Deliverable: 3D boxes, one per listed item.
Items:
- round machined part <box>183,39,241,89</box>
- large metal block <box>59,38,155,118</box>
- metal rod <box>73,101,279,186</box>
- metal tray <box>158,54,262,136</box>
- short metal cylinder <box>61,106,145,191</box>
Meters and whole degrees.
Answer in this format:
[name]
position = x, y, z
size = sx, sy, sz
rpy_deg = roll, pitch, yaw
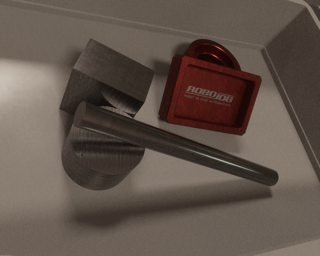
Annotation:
[round machined part]
position = 0.078, -0.091, 0.494
size = 0.099, 0.042, 0.098
rpy_deg = 14, 56, -21
[large metal block]
position = -0.063, -0.044, 0.364
size = 0.080, 0.080, 0.050
rpy_deg = 25, 53, -13
[metal rod]
position = 0.044, 0.030, 0.369
size = 0.302, 0.025, 0.025
rpy_deg = 20, 53, -34
[metal tray]
position = 0.071, -0.044, 0.434
size = 0.131, 0.030, 0.089
rpy_deg = 9, 102, -24
[short metal cylinder]
position = -0.063, 0.023, 0.343
size = 0.081, 0.050, 0.080
rpy_deg = 14, 56, -21
